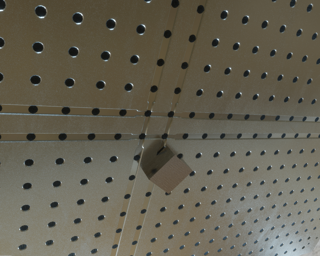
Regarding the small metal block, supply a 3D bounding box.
[{"bbox_3d":[0.012,0.062,0.455,0.050,0.025,0.050,-44,129,2],"label":"small metal block"}]
